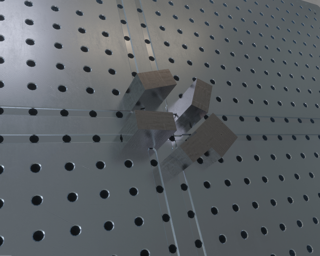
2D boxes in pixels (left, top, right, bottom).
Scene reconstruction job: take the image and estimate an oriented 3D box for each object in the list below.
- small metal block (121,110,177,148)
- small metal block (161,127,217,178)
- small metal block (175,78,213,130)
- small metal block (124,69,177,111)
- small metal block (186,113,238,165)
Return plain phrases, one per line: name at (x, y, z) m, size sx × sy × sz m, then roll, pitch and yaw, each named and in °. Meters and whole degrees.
small metal block at (-0.015, 0.003, 0.382) m, size 0.050 × 0.050 × 0.025 m, roll 2°, pitch 61°, yaw -27°
small metal block at (0.037, 0.031, 0.392) m, size 0.050 × 0.050 × 0.025 m, roll -33°, pitch 81°, yaw -38°
small metal block at (0.047, -0.033, 0.437) m, size 0.025 × 0.050 × 0.050 m, roll 25°, pitch 53°, yaw -13°
small metal block at (-0.014, -0.051, 0.416) m, size 0.050 × 0.050 × 0.025 m, roll -15°, pitch 70°, yaw -34°
small metal block at (0.074, 0.014, 0.439) m, size 0.050 × 0.025 × 0.050 m, roll 45°, pitch 51°, yaw 3°
